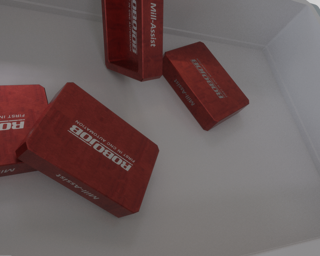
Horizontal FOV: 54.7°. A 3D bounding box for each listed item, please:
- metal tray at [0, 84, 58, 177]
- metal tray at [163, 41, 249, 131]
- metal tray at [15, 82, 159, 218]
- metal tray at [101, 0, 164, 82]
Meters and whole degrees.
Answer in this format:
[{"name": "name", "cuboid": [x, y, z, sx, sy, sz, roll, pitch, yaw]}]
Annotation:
[{"name": "metal tray", "cuboid": [-0.176, 0.004, 0.305, 0.131, 0.030, 0.090, -7, 65, -31]}, {"name": "metal tray", "cuboid": [0.068, -0.068, 0.480, 0.091, 0.030, 0.130, -27, 77, -37]}, {"name": "metal tray", "cuboid": [-0.068, 0.024, 0.328, 0.130, 0.030, 0.090, 38, 48, -22]}, {"name": "metal tray", "cuboid": [-0.036, -0.131, 0.381, 0.030, 0.129, 0.090, -18, 30, -35]}]
